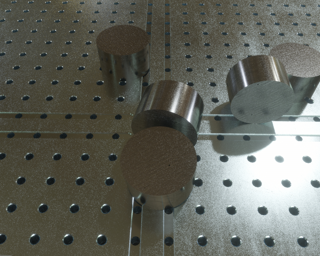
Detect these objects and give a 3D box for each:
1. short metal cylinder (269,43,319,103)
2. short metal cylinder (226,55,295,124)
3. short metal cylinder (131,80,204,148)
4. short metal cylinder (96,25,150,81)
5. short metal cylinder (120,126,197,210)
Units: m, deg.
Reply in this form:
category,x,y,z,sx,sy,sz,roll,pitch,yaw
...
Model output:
category,x,y,z,sx,sy,sz,roll,pitch,yaw
short metal cylinder,0.198,-0.083,0.464,0.081,0.050,0.080,0,50,0
short metal cylinder,0.133,-0.050,0.416,0.081,0.080,0.050,1,50,0
short metal cylinder,0.011,-0.012,0.382,0.080,0.080,0.050,11,51,8
short metal cylinder,-0.057,-0.119,0.491,0.081,0.050,0.080,0,50,0
short metal cylinder,0.000,0.045,0.346,0.080,0.050,0.080,-1,59,2
